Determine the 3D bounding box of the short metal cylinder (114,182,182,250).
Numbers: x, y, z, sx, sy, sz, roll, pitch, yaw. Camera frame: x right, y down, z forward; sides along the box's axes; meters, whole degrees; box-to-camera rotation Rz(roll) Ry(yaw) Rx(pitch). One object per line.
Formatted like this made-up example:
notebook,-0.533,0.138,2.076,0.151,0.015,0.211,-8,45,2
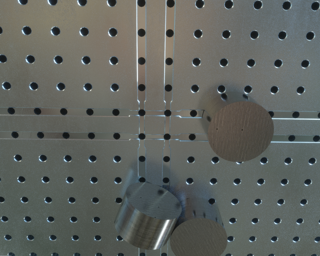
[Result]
short metal cylinder,-0.017,0.119,0.428,0.080,0.080,0.050,19,109,-7

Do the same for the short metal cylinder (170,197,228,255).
short metal cylinder,0.054,0.151,0.456,0.081,0.050,0.079,0,110,-1

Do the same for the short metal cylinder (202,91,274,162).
short metal cylinder,0.098,-0.003,0.401,0.081,0.050,0.079,0,110,-1
